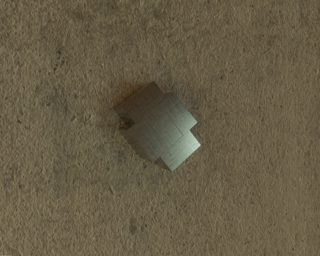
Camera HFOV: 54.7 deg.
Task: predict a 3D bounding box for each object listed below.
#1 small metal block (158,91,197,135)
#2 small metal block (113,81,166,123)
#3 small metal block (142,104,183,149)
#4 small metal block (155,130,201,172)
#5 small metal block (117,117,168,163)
[{"bbox_3d":[0.014,-0.018,0.402,0.025,0.050,0.050,-43,104,-15],"label":"small metal block"},{"bbox_3d":[-0.027,-0.031,0.387,0.050,0.050,0.025,-41,104,-16],"label":"small metal block"},{"bbox_3d":[-0.005,-0.002,0.396,0.025,0.050,0.050,-42,104,-15],"label":"small metal block"},{"bbox_3d":[0.017,0.028,0.404,0.050,0.050,0.025,-41,104,-16],"label":"small metal block"},{"bbox_3d":[-0.023,0.014,0.389,0.025,0.050,0.050,-42,104,-15],"label":"small metal block"}]
